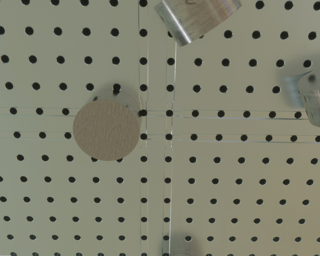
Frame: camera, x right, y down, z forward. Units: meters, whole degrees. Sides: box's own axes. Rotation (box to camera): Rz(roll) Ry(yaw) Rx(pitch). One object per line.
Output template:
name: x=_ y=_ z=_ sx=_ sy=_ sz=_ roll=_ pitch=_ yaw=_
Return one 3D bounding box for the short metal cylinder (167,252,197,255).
short metal cylinder: x=0.036 y=0.246 z=0.491 sx=0.081 sy=0.050 sz=0.079 roll=0 pitch=110 yaw=0

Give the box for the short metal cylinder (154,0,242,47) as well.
short metal cylinder: x=0.040 y=-0.133 z=0.335 sx=0.080 sy=0.080 sz=0.050 roll=-33 pitch=107 yaw=11

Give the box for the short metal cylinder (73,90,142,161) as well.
short metal cylinder: x=-0.065 y=-0.005 z=0.398 sx=0.081 sy=0.050 sz=0.079 roll=0 pitch=110 yaw=0

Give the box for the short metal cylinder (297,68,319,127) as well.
short metal cylinder: x=0.214 y=-0.042 z=0.370 sx=0.080 sy=0.080 sz=0.050 roll=-24 pitch=109 yaw=8
